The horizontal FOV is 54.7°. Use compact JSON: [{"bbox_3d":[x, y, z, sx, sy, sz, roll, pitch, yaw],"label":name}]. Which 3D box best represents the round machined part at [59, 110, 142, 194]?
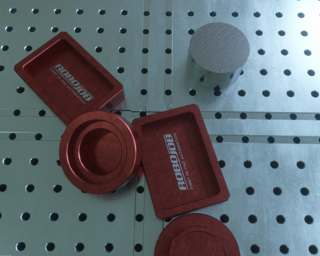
[{"bbox_3d":[-0.069,0.029,0.380,0.098,0.042,0.097,-1,87,15],"label":"round machined part"}]

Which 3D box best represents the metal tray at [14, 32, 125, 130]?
[{"bbox_3d":[-0.124,-0.063,0.430,0.090,0.030,0.130,-43,76,-14],"label":"metal tray"}]

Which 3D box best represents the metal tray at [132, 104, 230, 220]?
[{"bbox_3d":[0.023,0.041,0.394,0.091,0.030,0.130,-15,71,-6],"label":"metal tray"}]

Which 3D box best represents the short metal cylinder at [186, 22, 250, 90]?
[{"bbox_3d":[0.079,-0.100,0.436,0.081,0.050,0.080,0,70,0],"label":"short metal cylinder"}]

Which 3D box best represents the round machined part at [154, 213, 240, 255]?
[{"bbox_3d":[0.042,0.146,0.350,0.099,0.042,0.098,0,70,-1],"label":"round machined part"}]
